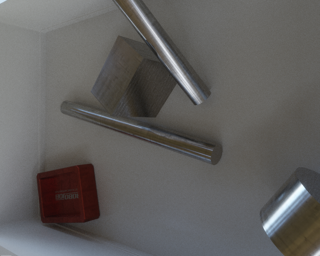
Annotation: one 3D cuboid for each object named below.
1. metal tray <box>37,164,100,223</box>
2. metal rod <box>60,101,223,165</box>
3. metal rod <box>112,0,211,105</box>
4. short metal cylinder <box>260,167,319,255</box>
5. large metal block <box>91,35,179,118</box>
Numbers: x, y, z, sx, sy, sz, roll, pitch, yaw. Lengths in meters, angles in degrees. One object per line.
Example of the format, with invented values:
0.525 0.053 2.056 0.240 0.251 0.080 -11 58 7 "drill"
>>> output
-0.161 0.115 0.533 0.130 0.030 0.090 -15 81 38 "metal tray"
-0.049 -0.003 0.444 0.300 0.025 0.025 16 100 38 "metal rod"
-0.042 -0.144 0.323 0.025 0.025 0.300 -27 112 37 "metal rod"
0.133 0.079 0.260 0.080 0.081 0.050 45 117 30 "short metal cylinder"
-0.027 -0.061 0.391 0.050 0.081 0.080 47 118 29 "large metal block"
